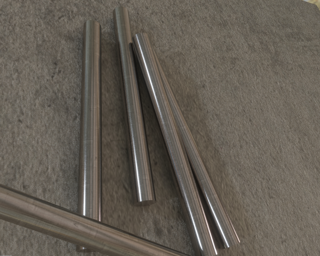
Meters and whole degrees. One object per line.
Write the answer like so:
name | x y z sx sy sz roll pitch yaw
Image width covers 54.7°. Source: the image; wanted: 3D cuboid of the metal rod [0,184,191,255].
metal rod | -0.036 0.109 0.289 0.301 0.025 0.025 29 52 -22

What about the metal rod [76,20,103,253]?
metal rod | -0.082 -0.013 0.368 0.025 0.025 0.299 8 58 -24

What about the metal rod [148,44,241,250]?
metal rod | 0.030 0.009 0.416 0.025 0.025 0.299 -9 66 -33

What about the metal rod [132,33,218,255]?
metal rod | 0.012 0.008 0.394 0.025 0.025 0.299 -5 68 -31

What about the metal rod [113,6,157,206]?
metal rod | -0.039 -0.047 0.413 0.025 0.025 0.299 5 60 -26
